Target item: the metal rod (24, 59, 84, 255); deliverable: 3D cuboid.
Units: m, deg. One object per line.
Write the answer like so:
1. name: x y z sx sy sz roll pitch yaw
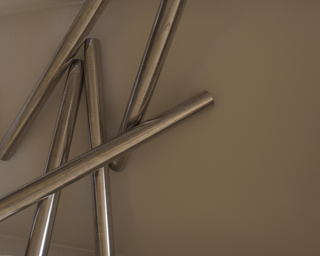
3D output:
1. metal rod: -0.130 0.043 0.392 0.025 0.025 0.299 -4 65 19

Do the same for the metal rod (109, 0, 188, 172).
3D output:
1. metal rod: -0.012 -0.063 0.352 0.025 0.025 0.298 33 124 16

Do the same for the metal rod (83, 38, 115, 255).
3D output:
1. metal rod: -0.084 0.023 0.422 0.025 0.025 0.298 -8 81 19

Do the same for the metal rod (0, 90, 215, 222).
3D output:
1. metal rod: -0.069 0.033 0.365 0.302 0.025 0.025 -28 80 -10

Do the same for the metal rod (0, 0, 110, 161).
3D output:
1. metal rod: -0.163 -0.065 0.448 0.025 0.025 0.299 44 110 14
